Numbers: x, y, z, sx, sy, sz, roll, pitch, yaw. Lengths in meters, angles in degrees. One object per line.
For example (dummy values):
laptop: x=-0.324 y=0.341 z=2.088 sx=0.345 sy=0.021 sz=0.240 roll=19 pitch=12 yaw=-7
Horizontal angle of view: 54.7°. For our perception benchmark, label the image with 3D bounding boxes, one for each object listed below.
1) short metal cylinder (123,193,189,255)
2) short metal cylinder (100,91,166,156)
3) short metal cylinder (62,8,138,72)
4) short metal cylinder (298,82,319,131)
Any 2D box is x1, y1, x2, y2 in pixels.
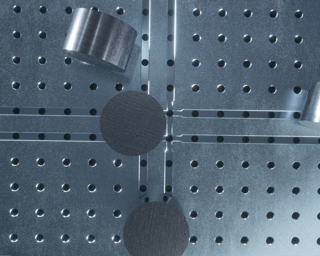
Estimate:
short metal cylinder: x=-0.004 y=0.129 z=0.401 sx=0.081 sy=0.050 sz=0.079 roll=0 pitch=90 yaw=0
short metal cylinder: x=-0.033 y=-0.006 z=0.400 sx=0.081 sy=0.050 sz=0.079 roll=0 pitch=90 yaw=0
short metal cylinder: x=-0.074 y=-0.106 z=0.385 sx=0.080 sy=0.080 sz=0.050 roll=17 pitch=90 yaw=0
short metal cylinder: x=0.223 y=-0.021 z=0.387 sx=0.080 sy=0.080 sz=0.050 roll=18 pitch=90 yaw=0
